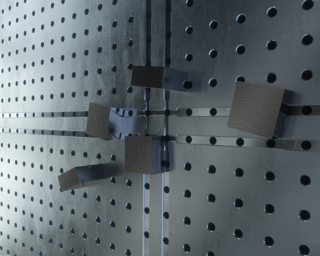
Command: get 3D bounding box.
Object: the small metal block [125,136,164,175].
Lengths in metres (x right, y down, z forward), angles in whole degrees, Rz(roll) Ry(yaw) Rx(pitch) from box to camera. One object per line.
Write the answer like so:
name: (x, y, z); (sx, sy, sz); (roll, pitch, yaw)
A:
small metal block: (-0.022, 0.036, 0.425); (0.050, 0.025, 0.050); (-1, 90, 39)

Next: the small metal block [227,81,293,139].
small metal block: (0.103, -0.019, 0.323); (0.050, 0.025, 0.050); (18, 102, 38)

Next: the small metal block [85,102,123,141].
small metal block: (-0.087, -0.011, 0.478); (0.050, 0.025, 0.050); (15, 100, 38)

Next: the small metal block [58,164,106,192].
small metal block: (-0.125, 0.079, 0.493); (0.050, 0.050, 0.025); (-28, 73, 36)

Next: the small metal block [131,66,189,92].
small metal block: (0.000, -0.062, 0.391); (0.050, 0.050, 0.025); (11, 97, 39)
